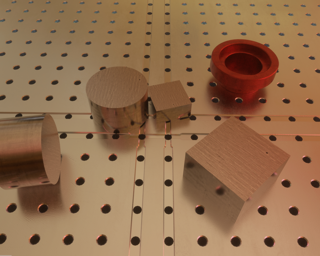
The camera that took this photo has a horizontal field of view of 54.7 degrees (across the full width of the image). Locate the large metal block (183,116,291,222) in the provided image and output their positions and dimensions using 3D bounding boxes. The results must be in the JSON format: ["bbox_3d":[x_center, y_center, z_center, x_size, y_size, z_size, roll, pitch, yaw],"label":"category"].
[{"bbox_3d":[0.085,0.044,0.356,0.080,0.050,0.080,-35,59,-26],"label":"large metal block"}]

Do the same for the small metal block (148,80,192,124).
[{"bbox_3d":[0.012,-0.038,0.440,0.050,0.025,0.050,-13,51,-11],"label":"small metal block"}]

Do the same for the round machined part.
[{"bbox_3d":[0.126,-0.090,0.474,0.099,0.042,0.098,0,50,0],"label":"round machined part"}]

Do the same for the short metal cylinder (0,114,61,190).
[{"bbox_3d":[-0.147,0.026,0.348,0.050,0.080,0.080,-6,50,-5],"label":"short metal cylinder"}]

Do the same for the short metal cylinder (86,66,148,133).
[{"bbox_3d":[-0.056,-0.039,0.424,0.081,0.050,0.080,0,50,0],"label":"short metal cylinder"}]
